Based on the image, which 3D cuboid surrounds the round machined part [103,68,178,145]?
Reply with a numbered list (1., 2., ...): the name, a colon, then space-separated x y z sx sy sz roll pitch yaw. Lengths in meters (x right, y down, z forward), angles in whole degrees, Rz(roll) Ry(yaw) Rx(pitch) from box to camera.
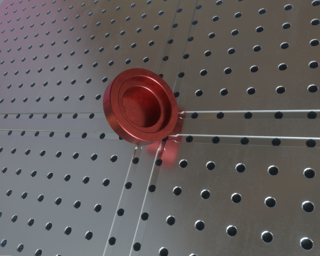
1. round machined part: -0.028 -0.025 0.401 0.042 0.099 0.098 -27 44 52
